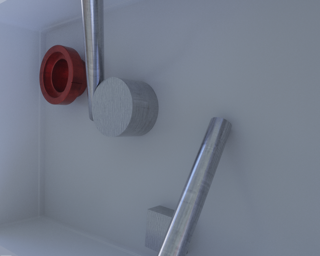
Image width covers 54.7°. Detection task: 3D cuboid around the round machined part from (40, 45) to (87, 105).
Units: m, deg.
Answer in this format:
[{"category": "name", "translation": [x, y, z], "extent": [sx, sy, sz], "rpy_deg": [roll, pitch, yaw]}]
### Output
[{"category": "round machined part", "translation": [-0.158, -0.087, 0.523], "extent": [0.098, 0.042, 0.097], "rpy_deg": [0, 90, 39]}]

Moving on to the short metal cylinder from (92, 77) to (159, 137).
[{"category": "short metal cylinder", "translation": [-0.049, -0.028, 0.429], "extent": [0.080, 0.050, 0.079], "rpy_deg": [0, 90, 39]}]

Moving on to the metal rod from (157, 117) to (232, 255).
[{"category": "metal rod", "translation": [0.011, 0.119, 0.292], "extent": [0.025, 0.025, 0.300], "rpy_deg": [4, 59, 39]}]

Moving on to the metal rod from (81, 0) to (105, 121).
[{"category": "metal rod", "translation": [-0.081, -0.116, 0.378], "extent": [0.025, 0.025, 0.298], "rpy_deg": [48, 148, 29]}]

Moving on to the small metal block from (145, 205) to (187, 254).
[{"category": "small metal block", "translation": [0.009, 0.132, 0.397], "extent": [0.050, 0.025, 0.050], "rpy_deg": [6, 94, 39]}]
